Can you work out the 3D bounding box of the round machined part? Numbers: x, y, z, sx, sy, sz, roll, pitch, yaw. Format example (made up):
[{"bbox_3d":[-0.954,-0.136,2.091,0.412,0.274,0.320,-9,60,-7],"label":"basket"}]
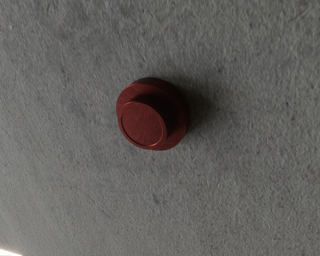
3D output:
[{"bbox_3d":[-0.014,-0.011,0.395,0.098,0.042,0.097,13,124,20],"label":"round machined part"}]
